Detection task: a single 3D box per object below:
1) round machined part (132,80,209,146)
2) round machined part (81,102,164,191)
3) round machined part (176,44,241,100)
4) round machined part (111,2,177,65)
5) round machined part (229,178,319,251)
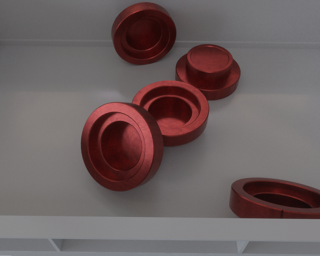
[{"bbox_3d":[0.013,-0.015,0.406,0.099,0.042,0.098,0,50,0],"label":"round machined part"},{"bbox_3d":[-0.039,0.020,0.354,0.098,0.097,0.042,32,16,23],"label":"round machined part"},{"bbox_3d":[0.073,-0.091,0.471,0.099,0.042,0.098,0,50,0],"label":"round machined part"},{"bbox_3d":[-0.027,-0.151,0.484,0.099,0.097,0.042,-12,51,-10],"label":"round machined part"},{"bbox_3d":[0.118,0.084,0.303,0.099,0.042,0.098,4,8,0],"label":"round machined part"}]
